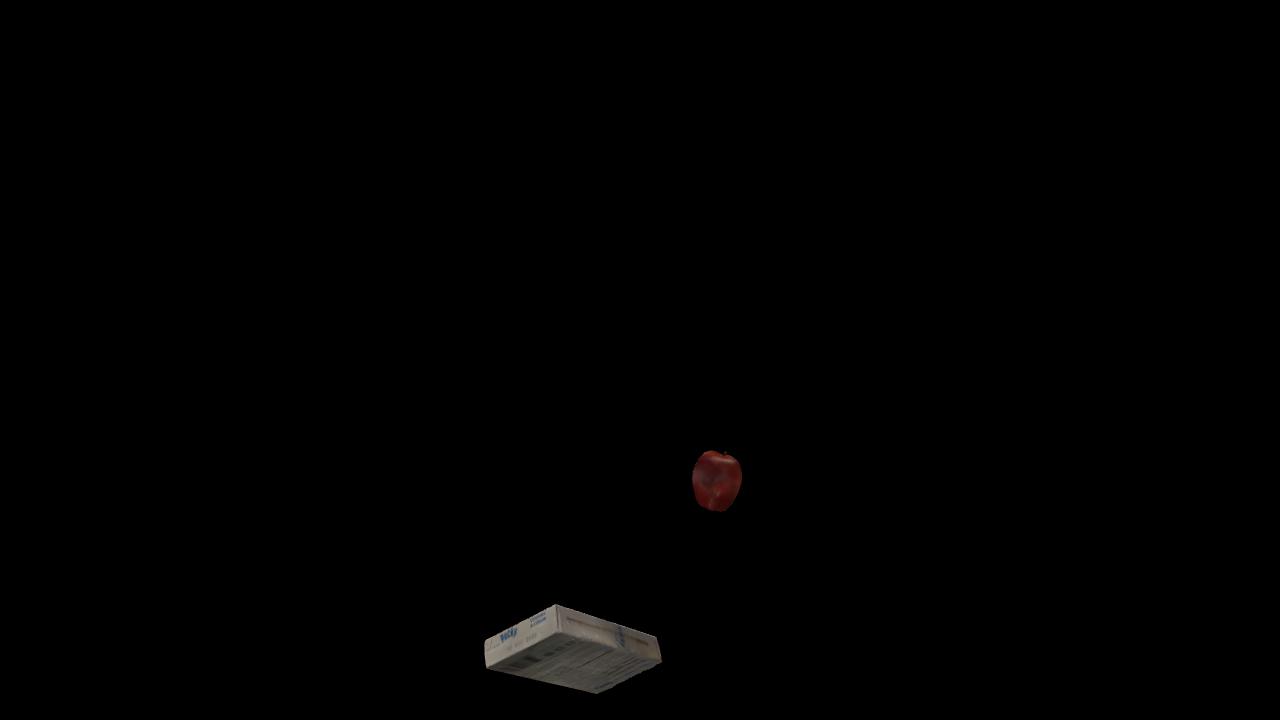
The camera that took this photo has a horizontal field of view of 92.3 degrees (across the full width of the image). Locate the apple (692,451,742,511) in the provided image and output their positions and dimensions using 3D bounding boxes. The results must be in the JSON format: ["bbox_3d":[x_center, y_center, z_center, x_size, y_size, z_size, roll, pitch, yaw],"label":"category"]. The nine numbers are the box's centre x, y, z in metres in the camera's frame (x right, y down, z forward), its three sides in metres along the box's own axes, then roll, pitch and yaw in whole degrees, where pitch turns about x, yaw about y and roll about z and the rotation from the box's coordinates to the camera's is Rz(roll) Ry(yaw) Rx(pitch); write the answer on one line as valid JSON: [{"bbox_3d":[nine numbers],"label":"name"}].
[{"bbox_3d":[0.119,0.185,0.951,0.079,0.093,0.079,12,5,-1],"label":"apple"}]

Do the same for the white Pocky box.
[{"bbox_3d":[-0.055,0.262,0.550,0.084,0.028,0.154,-33,-45,16],"label":"white Pocky box"}]
